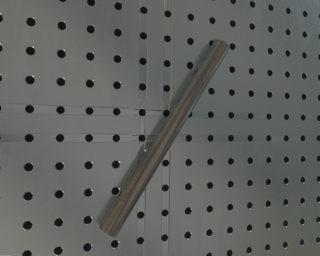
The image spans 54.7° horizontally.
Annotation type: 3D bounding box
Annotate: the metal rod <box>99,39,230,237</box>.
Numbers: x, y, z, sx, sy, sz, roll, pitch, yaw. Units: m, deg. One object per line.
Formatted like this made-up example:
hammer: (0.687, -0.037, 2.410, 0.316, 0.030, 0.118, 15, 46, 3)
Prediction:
metal rod: (0.012, 0.006, 0.417, 0.025, 0.025, 0.300, 35, 78, -17)
